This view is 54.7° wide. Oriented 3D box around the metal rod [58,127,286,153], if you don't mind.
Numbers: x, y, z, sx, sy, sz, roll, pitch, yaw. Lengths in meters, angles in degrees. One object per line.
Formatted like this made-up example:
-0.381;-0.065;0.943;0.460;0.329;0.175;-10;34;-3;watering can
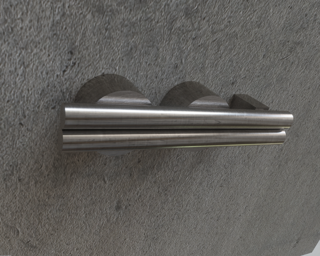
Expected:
0.037;0.011;0.370;0.303;0.025;0.025;0;119;-29;metal rod

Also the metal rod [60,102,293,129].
0.043;-0.011;0.359;0.303;0.025;0.025;0;119;-29;metal rod

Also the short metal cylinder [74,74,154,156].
-0.052;-0.015;0.353;0.081;0.050;0.079;-14;124;-21;short metal cylinder

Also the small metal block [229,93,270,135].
0.124;-0.018;0.451;0.025;0.050;0.050;-2;119;-28;small metal block

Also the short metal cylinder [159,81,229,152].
0.044;-0.016;0.407;0.081;0.050;0.079;-14;124;-21;short metal cylinder
